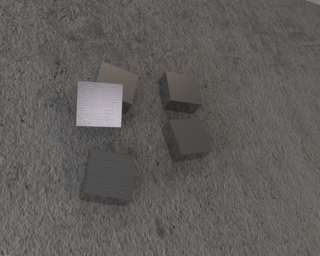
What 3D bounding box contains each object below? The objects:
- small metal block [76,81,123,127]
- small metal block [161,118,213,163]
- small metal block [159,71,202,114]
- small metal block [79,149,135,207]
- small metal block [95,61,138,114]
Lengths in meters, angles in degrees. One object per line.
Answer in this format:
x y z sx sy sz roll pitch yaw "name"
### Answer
-0.072 -0.027 0.362 0.050 0.025 0.050 2 93 -17 "small metal block"
0.036 0.015 0.413 0.050 0.025 0.050 -5 64 -30 "small metal block"
0.029 -0.051 0.450 0.050 0.025 0.050 6 59 -25 "small metal block"
-0.057 0.055 0.339 0.050 0.025 0.050 15 56 -20 "small metal block"
-0.060 -0.052 0.403 0.050 0.025 0.050 19 54 -17 "small metal block"
